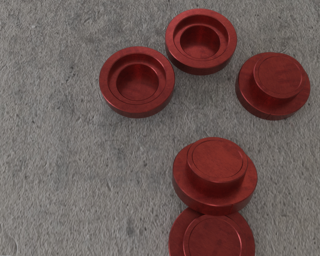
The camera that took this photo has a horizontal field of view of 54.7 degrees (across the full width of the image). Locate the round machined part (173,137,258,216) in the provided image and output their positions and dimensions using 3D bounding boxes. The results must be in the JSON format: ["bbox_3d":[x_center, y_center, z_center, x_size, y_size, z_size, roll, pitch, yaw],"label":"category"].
[{"bbox_3d":[0.064,0.048,0.361,0.099,0.042,0.098,1,43,-1],"label":"round machined part"}]

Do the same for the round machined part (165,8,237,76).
[{"bbox_3d":[0.056,-0.117,0.442,0.099,0.042,0.098,0,70,0],"label":"round machined part"}]

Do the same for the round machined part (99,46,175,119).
[{"bbox_3d":[-0.030,-0.058,0.420,0.099,0.042,0.098,0,70,0],"label":"round machined part"}]

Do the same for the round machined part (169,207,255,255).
[{"bbox_3d":[0.059,0.133,0.351,0.099,0.042,0.098,0,70,0],"label":"round machined part"}]

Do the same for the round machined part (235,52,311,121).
[{"bbox_3d":[0.156,-0.063,0.423,0.099,0.042,0.098,0,70,0],"label":"round machined part"}]
